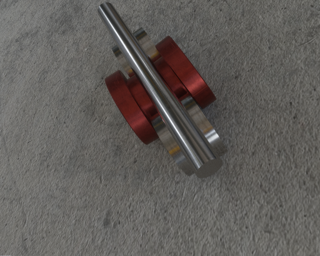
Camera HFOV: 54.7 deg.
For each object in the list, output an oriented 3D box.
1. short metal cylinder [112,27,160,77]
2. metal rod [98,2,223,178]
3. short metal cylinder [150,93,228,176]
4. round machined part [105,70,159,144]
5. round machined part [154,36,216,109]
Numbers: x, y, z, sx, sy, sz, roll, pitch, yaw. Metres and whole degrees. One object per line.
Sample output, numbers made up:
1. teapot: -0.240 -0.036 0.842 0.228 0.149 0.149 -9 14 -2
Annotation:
1. short metal cylinder: -0.024 -0.094 0.438 0.050 0.080 0.080 -34 52 6
2. metal rod: -0.018 -0.067 0.353 0.025 0.025 0.300 -34 52 5
3. short metal cylinder: 0.032 0.007 0.347 0.050 0.080 0.080 -34 52 6
4. round machined part: -0.024 -0.031 0.387 0.042 0.098 0.098 -32 52 3
5. round machined part: 0.024 -0.062 0.383 0.042 0.098 0.098 -37 51 9
